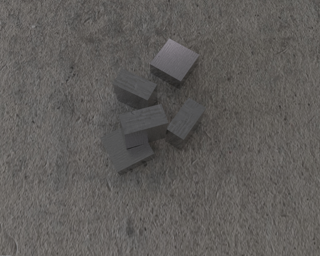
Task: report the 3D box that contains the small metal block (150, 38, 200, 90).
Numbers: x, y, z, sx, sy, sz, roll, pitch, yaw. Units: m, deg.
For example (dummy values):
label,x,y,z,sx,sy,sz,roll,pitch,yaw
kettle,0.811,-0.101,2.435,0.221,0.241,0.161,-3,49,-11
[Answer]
label,x,y,z,sx,sy,sz,roll,pitch,yaw
small metal block,0.021,-0.091,0.441,0.050,0.025,0.050,31,73,10

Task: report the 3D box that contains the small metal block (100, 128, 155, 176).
label,x,y,z,sx,sy,sz,roll,pitch,yaw
small metal block,-0.041,0.026,0.398,0.050,0.025,0.050,-27,72,-9

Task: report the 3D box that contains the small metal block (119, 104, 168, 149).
label,x,y,z,sx,sy,sz,roll,pitch,yaw
small metal block,-0.020,-0.001,0.368,0.050,0.050,0.025,-15,70,-10

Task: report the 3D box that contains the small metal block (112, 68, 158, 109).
label,x,y,z,sx,sy,sz,roll,pitch,yaw
small metal block,-0.032,-0.047,0.412,0.050,0.050,0.025,26,72,9

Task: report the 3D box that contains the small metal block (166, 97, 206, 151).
label,x,y,z,sx,sy,sz,roll,pitch,yaw
small metal block,0.032,-0.004,0.396,0.025,0.050,0.050,33,73,11
